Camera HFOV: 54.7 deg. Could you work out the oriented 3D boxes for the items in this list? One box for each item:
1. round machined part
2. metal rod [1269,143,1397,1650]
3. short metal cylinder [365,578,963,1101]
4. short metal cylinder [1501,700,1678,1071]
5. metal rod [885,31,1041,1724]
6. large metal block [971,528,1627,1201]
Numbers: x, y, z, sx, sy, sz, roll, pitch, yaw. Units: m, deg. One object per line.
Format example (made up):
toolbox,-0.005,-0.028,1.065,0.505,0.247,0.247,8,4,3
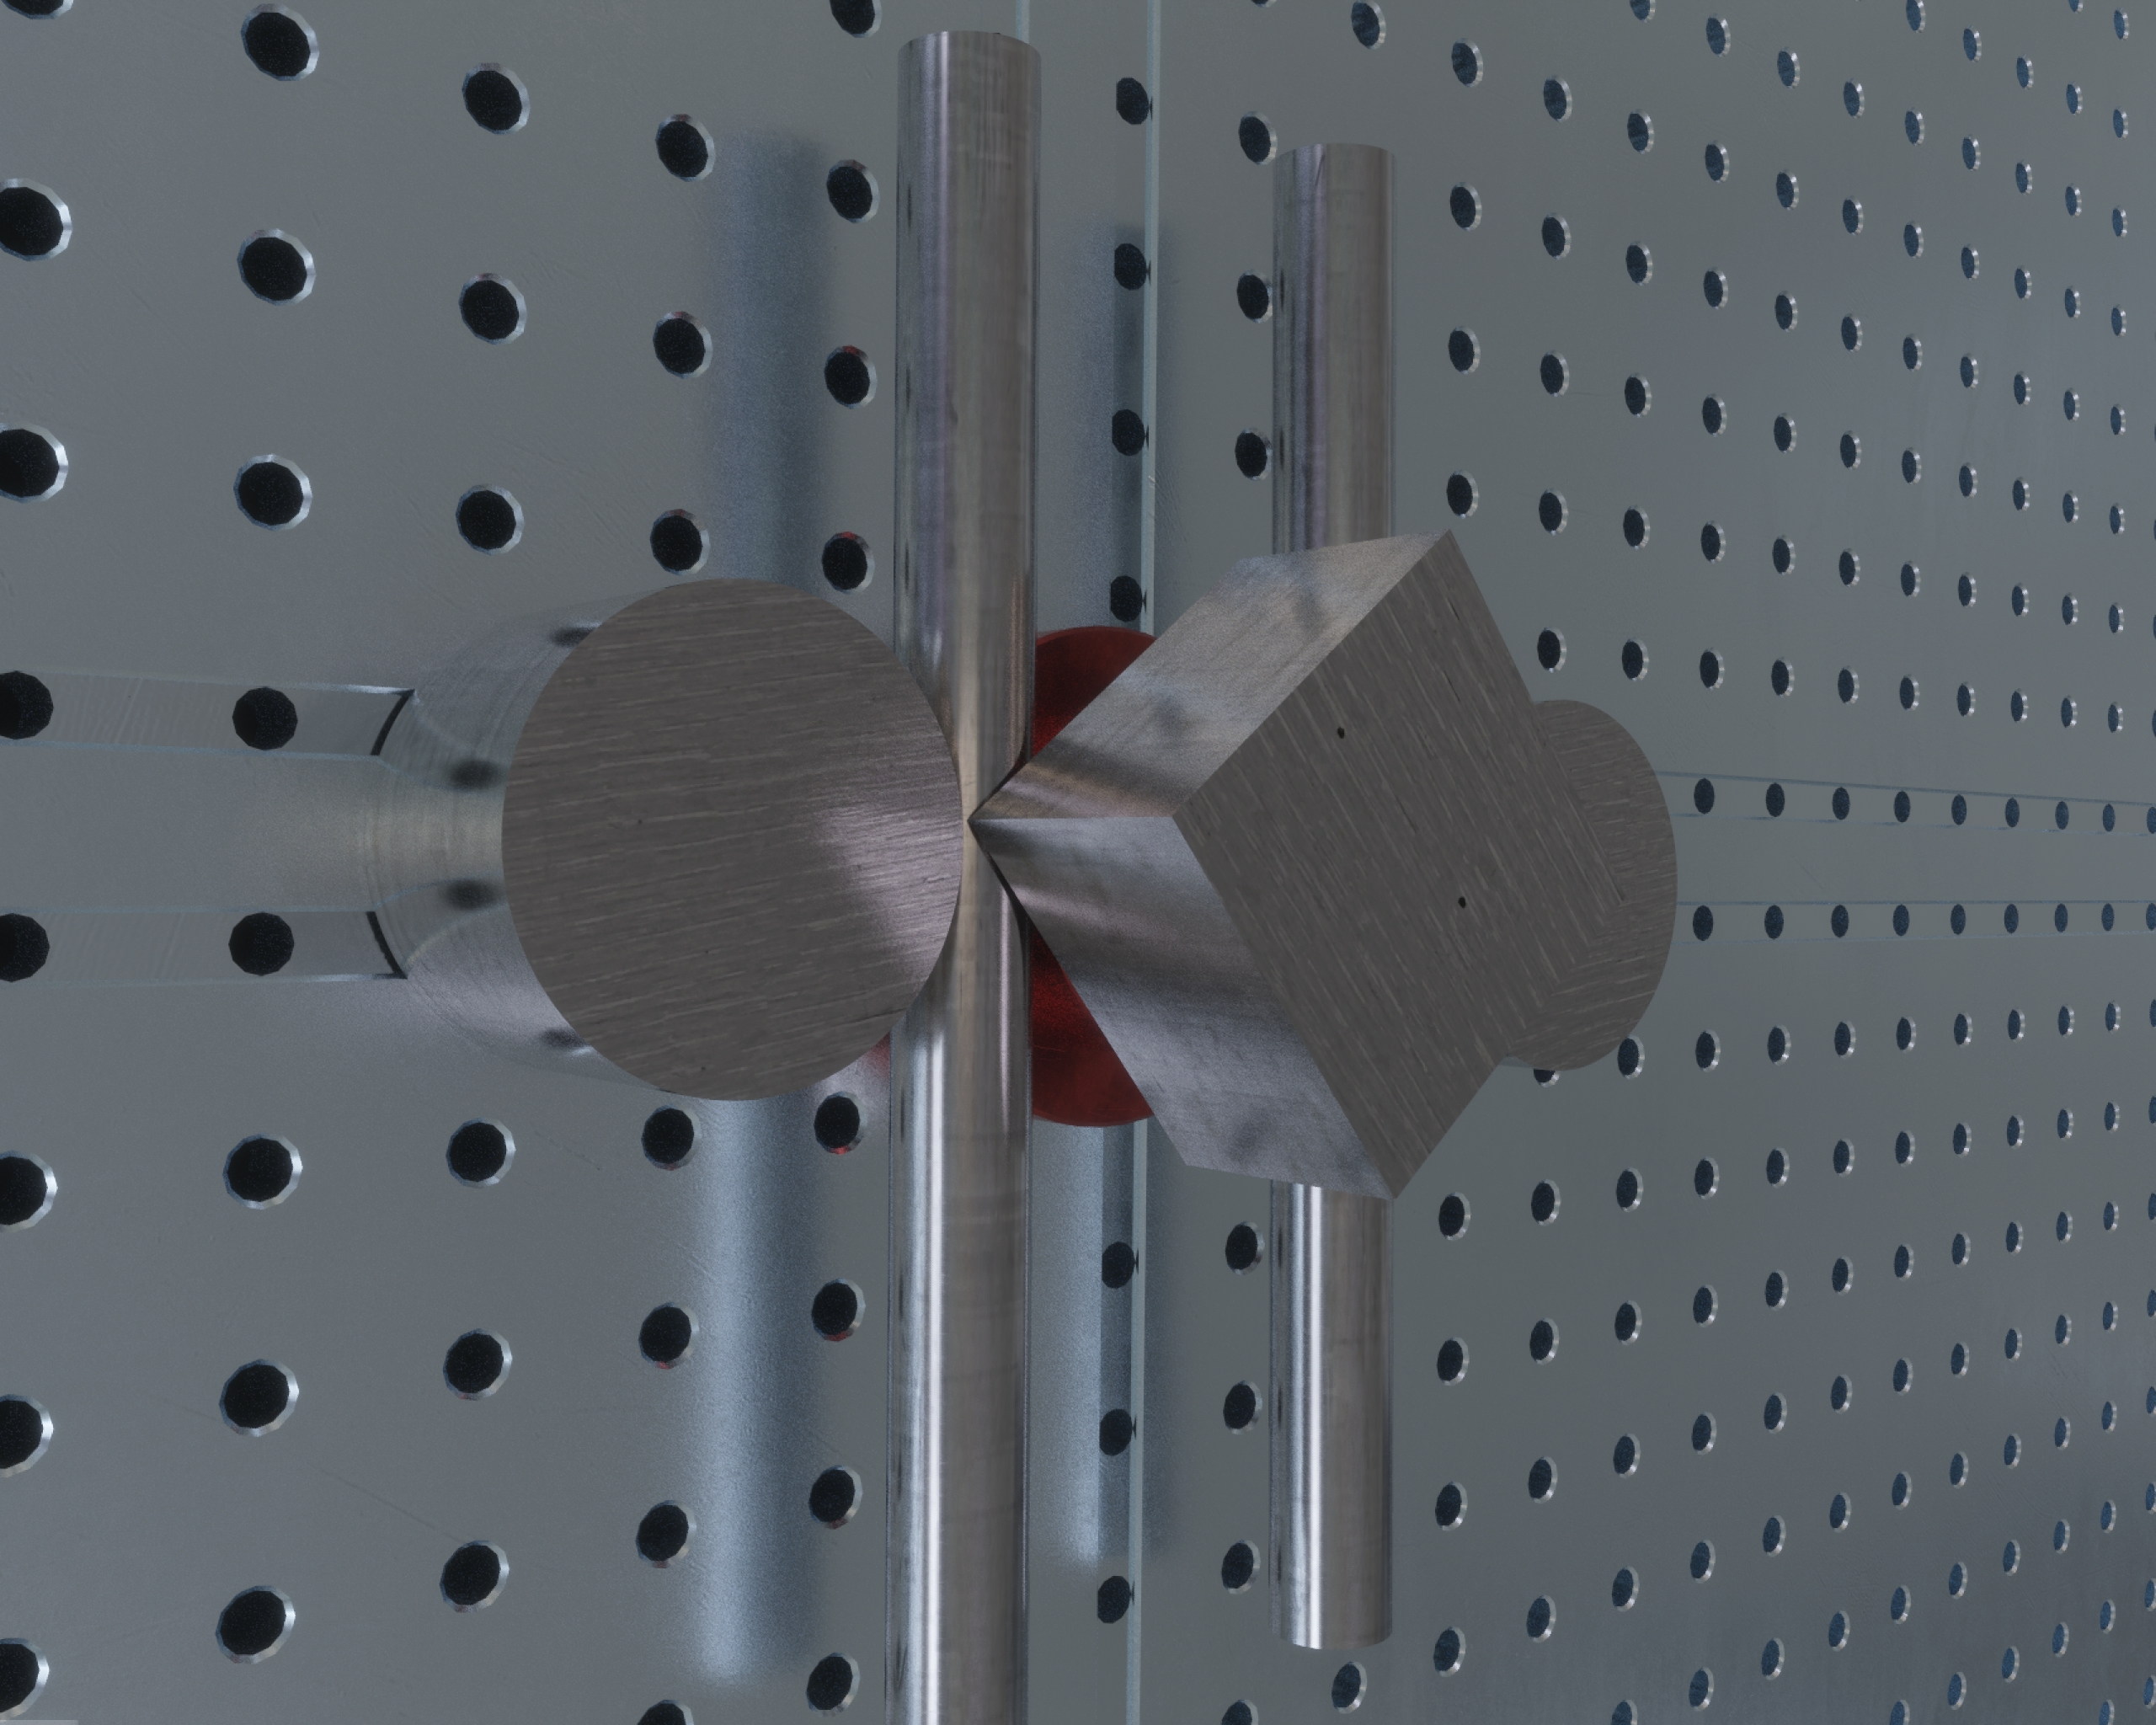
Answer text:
round machined part,0.007,0.003,0.405,0.099,0.042,0.097,0,90,-40
metal rod,0.052,0.007,0.425,0.025,0.025,0.298,0,90,-40
short metal cylinder,-0.066,-0.004,0.337,0.081,0.050,0.080,0,90,-40
short metal cylinder,0.089,0.005,0.467,0.081,0.050,0.080,0,90,-40
metal rod,-0.020,0.008,0.365,0.025,0.025,0.298,1,90,-40
large metal block,0.041,-0.001,0.366,0.080,0.050,0.080,-46,118,-30
